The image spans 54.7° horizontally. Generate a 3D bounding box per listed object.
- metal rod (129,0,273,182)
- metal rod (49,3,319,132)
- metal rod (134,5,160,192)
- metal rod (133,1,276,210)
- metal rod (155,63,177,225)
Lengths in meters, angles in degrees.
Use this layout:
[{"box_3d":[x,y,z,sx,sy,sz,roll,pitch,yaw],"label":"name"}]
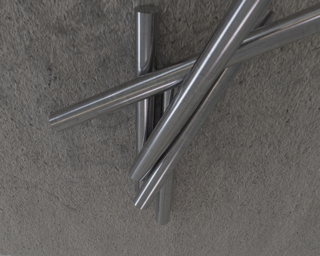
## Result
[{"box_3d":[0.025,-0.025,0.321,0.025,0.025,0.298,17,138,-14],"label":"metal rod"},{"box_3d":[0.012,-0.054,0.325,0.300,0.025,0.025,-19,128,17],"label":"metal rod"},{"box_3d":[-0.019,-0.004,0.403,0.025,0.025,0.298,2,130,-2],"label":"metal rod"},{"box_3d":[0.039,-0.006,0.377,0.025,0.025,0.298,21,120,-17],"label":"metal rod"},{"box_3d":[0.010,0.046,0.445,0.025,0.025,0.298,1,130,-2],"label":"metal rod"}]
